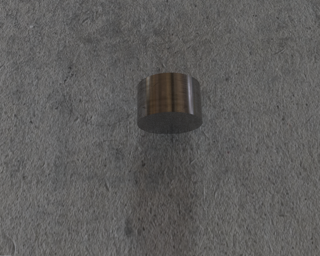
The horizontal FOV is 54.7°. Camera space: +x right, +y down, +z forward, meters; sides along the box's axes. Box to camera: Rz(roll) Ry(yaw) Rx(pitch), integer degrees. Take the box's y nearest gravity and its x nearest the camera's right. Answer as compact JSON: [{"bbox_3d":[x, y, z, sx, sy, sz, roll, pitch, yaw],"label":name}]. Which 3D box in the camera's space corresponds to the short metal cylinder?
[{"bbox_3d":[0.012,-0.028,0.391,0.081,0.080,0.050,-1,70,-1],"label":"short metal cylinder"}]
